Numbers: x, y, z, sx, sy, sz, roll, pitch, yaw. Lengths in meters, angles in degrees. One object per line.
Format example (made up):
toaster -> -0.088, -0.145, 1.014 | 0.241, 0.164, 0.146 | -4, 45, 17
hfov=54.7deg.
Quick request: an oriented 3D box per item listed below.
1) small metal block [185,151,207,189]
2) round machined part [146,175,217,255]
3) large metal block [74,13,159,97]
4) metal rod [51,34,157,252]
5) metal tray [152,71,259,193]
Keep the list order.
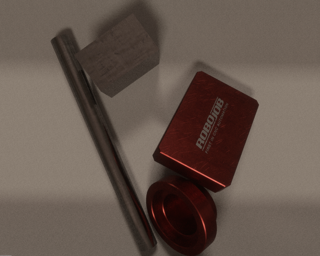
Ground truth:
small metal block -> 0.044, 0.049, 0.400 | 0.050, 0.050, 0.025 | 37, 90, -1
round machined part -> 0.031, 0.103, 0.386 | 0.042, 0.098, 0.098 | -23, 91, -40
large metal block -> -0.048, -0.084, 0.383 | 0.080, 0.080, 0.050 | -36, 90, 0
metal rod -> -0.074, 0.020, 0.410 | 0.025, 0.025, 0.299 | -23, 90, 0
metal tray -> 0.059, 0.001, 0.380 | 0.090, 0.030, 0.130 | 28, 61, 0
